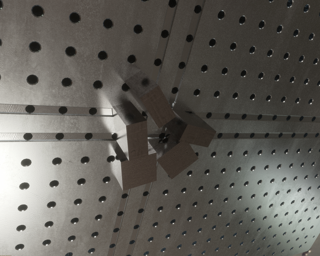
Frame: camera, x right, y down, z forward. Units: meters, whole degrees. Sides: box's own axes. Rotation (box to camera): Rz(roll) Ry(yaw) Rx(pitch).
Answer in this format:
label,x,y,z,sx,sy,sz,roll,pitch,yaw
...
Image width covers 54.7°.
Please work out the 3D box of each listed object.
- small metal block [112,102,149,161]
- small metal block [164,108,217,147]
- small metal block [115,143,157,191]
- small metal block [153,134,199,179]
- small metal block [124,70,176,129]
label,x,y,z,sx,sy,sz,roll,pitch,yaw
small metal block,-0.036,0.003,0.379,0.025,0.050,0.050,-15,125,-21
small metal block,0.039,-0.001,0.417,0.050,0.050,0.025,13,112,-34
small metal block,-0.033,0.053,0.428,0.050,0.025,0.050,-13,124,-21
small metal block,0.021,0.039,0.448,0.050,0.025,0.050,-37,130,-4
small metal block,-0.012,-0.035,0.369,0.025,0.050,0.050,-36,129,-5
